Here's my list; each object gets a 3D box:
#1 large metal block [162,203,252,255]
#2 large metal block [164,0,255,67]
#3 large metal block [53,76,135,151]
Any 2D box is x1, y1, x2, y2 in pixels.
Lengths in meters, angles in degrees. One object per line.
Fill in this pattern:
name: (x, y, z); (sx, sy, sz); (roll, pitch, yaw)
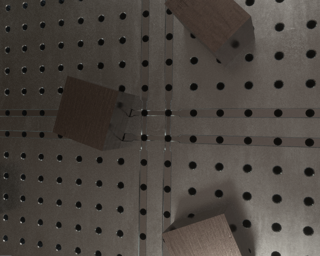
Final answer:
large metal block: (0.060, 0.148, 0.378); (0.080, 0.050, 0.080); (-24, 82, 18)
large metal block: (0.061, -0.124, 0.361); (0.050, 0.080, 0.080); (-45, 77, 14)
large metal block: (-0.091, -0.020, 0.430); (0.080, 0.050, 0.080); (19, 96, 18)
